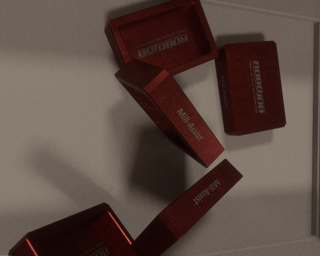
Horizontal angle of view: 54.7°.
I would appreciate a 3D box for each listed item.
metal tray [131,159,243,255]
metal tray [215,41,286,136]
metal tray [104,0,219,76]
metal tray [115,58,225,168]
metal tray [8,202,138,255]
[{"bbox_3d":[0.034,0.096,0.364,0.030,0.089,0.131,47,45,15],"label":"metal tray"},{"bbox_3d":[0.134,-0.059,0.459,0.091,0.030,0.129,-10,94,-20],"label":"metal tray"},{"bbox_3d":[0.005,-0.113,0.410,0.131,0.030,0.090,-25,99,-19],"label":"metal tray"},{"bbox_3d":[0.011,-0.017,0.360,0.030,0.090,0.130,-45,123,-7],"label":"metal tray"},{"bbox_3d":[-0.074,0.134,0.316,0.030,0.131,0.090,-44,74,16],"label":"metal tray"}]
